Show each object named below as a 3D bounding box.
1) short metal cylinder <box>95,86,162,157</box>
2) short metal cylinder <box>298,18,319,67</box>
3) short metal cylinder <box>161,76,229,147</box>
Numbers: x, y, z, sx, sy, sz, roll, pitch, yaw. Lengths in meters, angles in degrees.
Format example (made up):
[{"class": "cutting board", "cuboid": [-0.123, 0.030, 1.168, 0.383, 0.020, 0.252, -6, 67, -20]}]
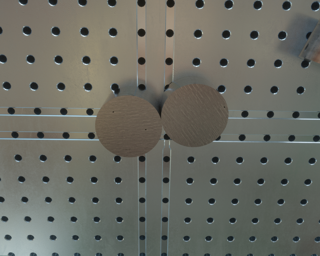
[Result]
[{"class": "short metal cylinder", "cuboid": [-0.038, -0.009, 0.396, 0.081, 0.050, 0.079, 0, 110, -1]}, {"class": "short metal cylinder", "cuboid": [0.210, -0.089, 0.354, 0.080, 0.080, 0.050, 22, 109, -8]}, {"class": "short metal cylinder", "cuboid": [0.041, -0.022, 0.393, 0.081, 0.050, 0.079, 0, 110, -1]}]
